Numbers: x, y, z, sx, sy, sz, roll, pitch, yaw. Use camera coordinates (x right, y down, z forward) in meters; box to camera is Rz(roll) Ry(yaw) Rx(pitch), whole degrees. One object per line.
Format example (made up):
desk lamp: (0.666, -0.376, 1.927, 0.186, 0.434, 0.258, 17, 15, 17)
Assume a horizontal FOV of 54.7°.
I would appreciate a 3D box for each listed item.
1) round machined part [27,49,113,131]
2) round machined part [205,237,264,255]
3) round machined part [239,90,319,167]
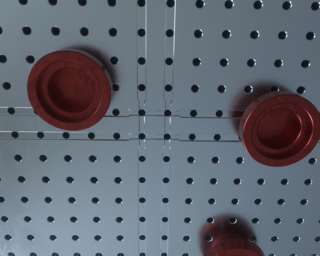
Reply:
round machined part: (-0.107, -0.049, 0.385, 0.099, 0.042, 0.097, 0, 110, -1)
round machined part: (0.116, 0.212, 0.484, 0.099, 0.042, 0.097, 0, 110, -1)
round machined part: (0.153, -0.002, 0.406, 0.099, 0.042, 0.097, 0, 110, -1)
